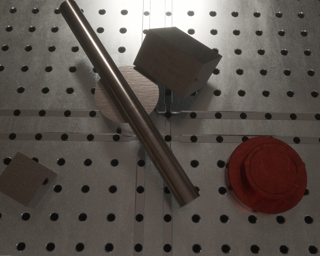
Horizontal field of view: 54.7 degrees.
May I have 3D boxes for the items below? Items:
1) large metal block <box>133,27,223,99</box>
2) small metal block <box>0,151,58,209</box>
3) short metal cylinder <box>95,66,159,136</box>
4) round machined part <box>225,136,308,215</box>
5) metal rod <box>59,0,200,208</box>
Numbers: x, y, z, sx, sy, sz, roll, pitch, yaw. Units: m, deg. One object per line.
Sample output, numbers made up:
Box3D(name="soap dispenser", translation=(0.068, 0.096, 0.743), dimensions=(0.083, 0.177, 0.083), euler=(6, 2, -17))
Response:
Box3D(name="large metal block", translation=(0.025, -0.090, 0.410), dimensions=(0.080, 0.050, 0.080), euler=(36, 31, 12))
Box3D(name="small metal block", translation=(-0.167, 0.065, 0.386), dimensions=(0.050, 0.025, 0.050), euler=(27, 72, 9))
Box3D(name="short metal cylinder", translation=(-0.042, -0.035, 0.411), dimensions=(0.081, 0.050, 0.080), euler=(0, 70, -1))
Box3D(name="round machined part", translation=(0.134, 0.056, 0.384), dimensions=(0.099, 0.042, 0.098), euler=(0, 70, -1))
Box3D(name="metal rod", translation=(-0.045, -0.042, 0.373), dimensions=(0.025, 0.025, 0.299), euler=(-30, 73, -11))
